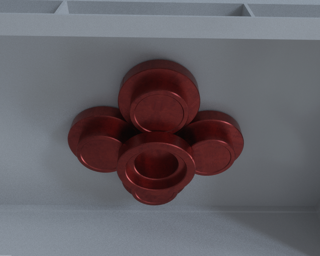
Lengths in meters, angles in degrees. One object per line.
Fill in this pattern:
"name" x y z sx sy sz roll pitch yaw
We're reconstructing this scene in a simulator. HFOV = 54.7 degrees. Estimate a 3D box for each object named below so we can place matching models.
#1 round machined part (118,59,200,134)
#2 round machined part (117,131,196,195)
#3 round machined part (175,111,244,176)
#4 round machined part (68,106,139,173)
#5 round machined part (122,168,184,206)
"round machined part" -0.001 -0.028 0.370 0.099 0.042 0.097 0 130 0
"round machined part" -0.005 0.040 0.402 0.099 0.042 0.097 0 130 0
"round machined part" 0.064 0.027 0.419 0.099 0.042 0.097 0 130 0
"round machined part" -0.073 0.022 0.413 0.099 0.042 0.097 0 130 0
"round machined part" -0.008 0.078 0.461 0.099 0.042 0.097 -1 129 -1
